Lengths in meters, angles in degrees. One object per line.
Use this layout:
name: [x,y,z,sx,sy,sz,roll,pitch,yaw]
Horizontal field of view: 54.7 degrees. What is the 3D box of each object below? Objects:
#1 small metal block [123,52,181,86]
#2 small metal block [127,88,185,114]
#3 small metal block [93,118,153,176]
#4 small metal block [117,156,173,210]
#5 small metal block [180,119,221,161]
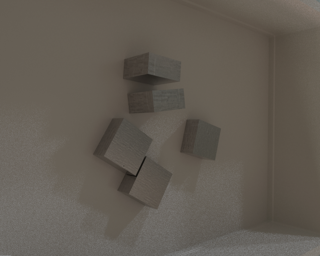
small metal block: [-0.010,-0.072,0.384,0.050,0.050,0.025,6,87,-40]
small metal block: [-0.005,-0.034,0.388,0.050,0.050,0.025,-10,97,-40]
small metal block: [-0.043,0.023,0.372,0.050,0.025,0.050,39,66,-34]
small metal block: [-0.018,0.069,0.394,0.050,0.025,0.050,39,66,-34]
small metal block: [0.061,0.018,0.460,0.050,0.025,0.050,20,77,-39]
